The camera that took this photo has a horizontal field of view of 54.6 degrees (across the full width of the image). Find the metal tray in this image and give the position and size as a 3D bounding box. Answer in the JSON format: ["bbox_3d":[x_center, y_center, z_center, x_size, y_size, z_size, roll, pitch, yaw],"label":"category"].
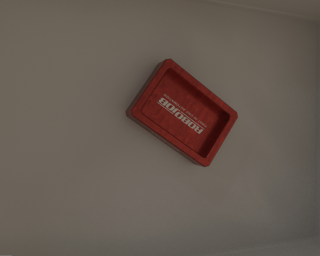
[{"bbox_3d":[0.032,-0.018,0.419,0.130,0.030,0.090,36,78,-17],"label":"metal tray"}]
